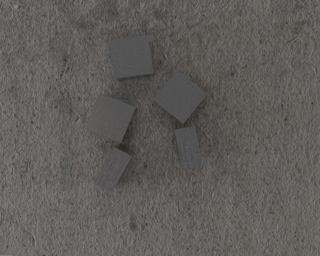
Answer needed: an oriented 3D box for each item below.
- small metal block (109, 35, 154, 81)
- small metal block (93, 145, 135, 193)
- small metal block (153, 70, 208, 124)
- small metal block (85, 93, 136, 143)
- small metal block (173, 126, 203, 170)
[{"bbox_3d":[-0.036,-0.092,0.409,0.050,0.025,0.050,-8,90,0],"label":"small metal block"},{"bbox_3d":[-0.057,0.050,0.397,0.025,0.050,0.050,29,90,0],"label":"small metal block"},{"bbox_3d":[0.026,-0.040,0.410,0.050,0.025,0.050,39,90,0],"label":"small metal block"},{"bbox_3d":[-0.064,-0.013,0.409,0.050,0.025,0.050,22,90,0],"label":"small metal block"},{"bbox_3d":[0.035,0.024,0.398,0.025,0.050,0.050,-11,90,0],"label":"small metal block"}]
